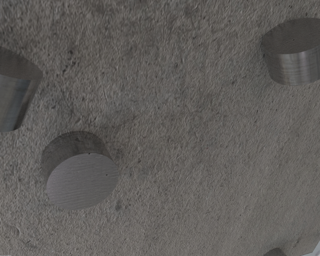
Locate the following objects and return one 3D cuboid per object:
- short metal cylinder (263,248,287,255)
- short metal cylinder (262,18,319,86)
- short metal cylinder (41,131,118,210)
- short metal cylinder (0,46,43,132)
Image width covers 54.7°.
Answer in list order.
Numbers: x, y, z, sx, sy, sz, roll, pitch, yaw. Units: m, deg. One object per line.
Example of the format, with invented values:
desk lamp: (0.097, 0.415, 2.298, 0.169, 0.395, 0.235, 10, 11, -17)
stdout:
short metal cylinder: (0.284, 0.342, 0.757, 0.081, 0.050, 0.079, -14, 124, -21)
short metal cylinder: (0.181, -0.101, 0.407, 0.080, 0.080, 0.050, -34, 129, -6)
short metal cylinder: (-0.096, 0.050, 0.369, 0.081, 0.050, 0.079, -14, 124, -21)
short metal cylinder: (-0.150, -0.039, 0.265, 0.081, 0.080, 0.050, 18, 109, -35)
